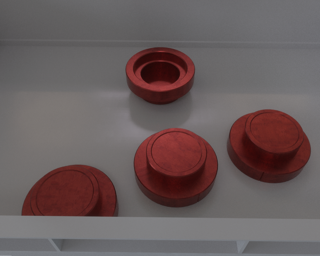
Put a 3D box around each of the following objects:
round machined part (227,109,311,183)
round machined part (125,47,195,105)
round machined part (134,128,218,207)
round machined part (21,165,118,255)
[{"bbox_3d":[0.135,0.015,0.382,0.099,0.042,0.098,0,50,0],"label":"round machined part"},{"bbox_3d":[0.000,-0.072,0.455,0.099,0.042,0.098,0,50,0],"label":"round machined part"},{"bbox_3d":[0.019,0.038,0.362,0.099,0.042,0.098,0,50,0],"label":"round machined part"},{"bbox_3d":[-0.095,0.079,0.327,0.099,0.042,0.098,0,50,0],"label":"round machined part"}]
